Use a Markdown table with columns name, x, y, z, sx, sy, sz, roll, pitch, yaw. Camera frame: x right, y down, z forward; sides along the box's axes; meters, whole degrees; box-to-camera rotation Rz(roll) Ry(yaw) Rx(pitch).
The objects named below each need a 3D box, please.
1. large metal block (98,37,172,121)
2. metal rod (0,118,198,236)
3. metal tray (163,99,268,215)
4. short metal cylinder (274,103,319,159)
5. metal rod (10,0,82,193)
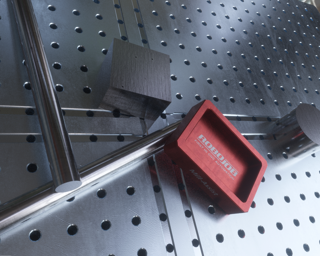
| name | x | y | z | sx | sy | sz | roll | pitch | yaw |
| --- | --- | --- | --- | --- | --- | --- | --- | --- | --- |
| large metal block | -0.033 | -0.063 | 0.414 | 0.081 | 0.050 | 0.080 | 13 | 57 | -22 |
| metal rod | -0.044 | 0.036 | 0.363 | 0.302 | 0.025 | 0.025 | -25 | 76 | -37 |
| metal tray | 0.077 | 0.038 | 0.406 | 0.130 | 0.030 | 0.090 | 45 | 54 | -11 |
| short metal cylinder | 0.242 | 0.005 | 0.522 | 0.081 | 0.050 | 0.080 | 14 | 56 | -21 |
| metal rod | -0.140 | -0.068 | 0.357 | 0.025 | 0.025 | 0.299 | -7 | 60 | -32 |
